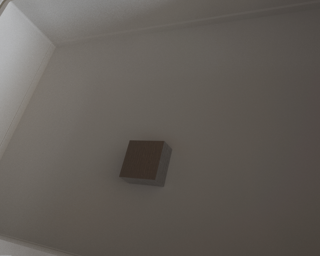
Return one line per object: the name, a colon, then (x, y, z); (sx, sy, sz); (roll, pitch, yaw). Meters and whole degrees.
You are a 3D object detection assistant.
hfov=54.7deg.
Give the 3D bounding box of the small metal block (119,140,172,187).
small metal block: (-0.017, 0.044, 0.387); (0.050, 0.025, 0.050); (0, 62, 27)
